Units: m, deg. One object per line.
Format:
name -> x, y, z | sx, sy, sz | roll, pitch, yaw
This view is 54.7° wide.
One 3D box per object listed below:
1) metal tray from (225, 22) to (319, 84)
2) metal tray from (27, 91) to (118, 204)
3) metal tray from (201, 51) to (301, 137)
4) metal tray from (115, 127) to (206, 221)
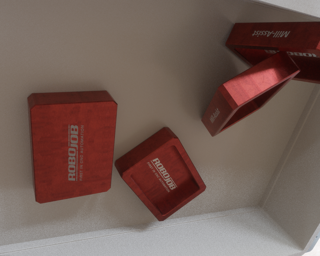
metal tray -> 0.154, -0.088, 0.367 | 0.090, 0.130, 0.030 | 25, 90, -37
metal tray -> -0.102, 0.023, 0.364 | 0.091, 0.030, 0.129 | -6, 121, -26
metal tray -> 0.106, -0.037, 0.391 | 0.090, 0.030, 0.130 | -30, 167, -9
metal tray -> 0.005, 0.071, 0.451 | 0.090, 0.030, 0.130 | -35, 129, -5
